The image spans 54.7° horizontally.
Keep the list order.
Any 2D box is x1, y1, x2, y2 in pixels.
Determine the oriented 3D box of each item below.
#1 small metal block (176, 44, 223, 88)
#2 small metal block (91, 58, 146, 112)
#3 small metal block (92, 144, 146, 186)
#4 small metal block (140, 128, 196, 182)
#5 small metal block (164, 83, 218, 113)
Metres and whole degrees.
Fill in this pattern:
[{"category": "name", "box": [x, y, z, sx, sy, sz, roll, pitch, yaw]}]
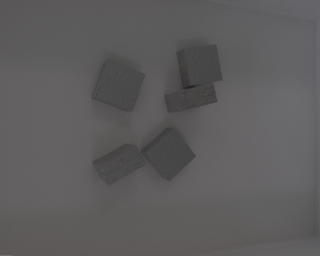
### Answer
[{"category": "small metal block", "box": [0.055, -0.086, 0.430, 0.050, 0.025, 0.050, -12, 94, -20]}, {"category": "small metal block", "box": [-0.053, -0.053, 0.391, 0.050, 0.025, 0.050, 21, 83, -19]}, {"category": "small metal block", "box": [-0.051, 0.043, 0.378, 0.050, 0.050, 0.025, -29, 100, -18]}, {"category": "small metal block", "box": [0.011, 0.034, 0.415, 0.050, 0.025, 0.050, -41, 103, -15]}, {"category": "small metal block", "box": [0.040, -0.039, 0.412, 0.050, 0.050, 0.025, -15, 96, -19]}]
